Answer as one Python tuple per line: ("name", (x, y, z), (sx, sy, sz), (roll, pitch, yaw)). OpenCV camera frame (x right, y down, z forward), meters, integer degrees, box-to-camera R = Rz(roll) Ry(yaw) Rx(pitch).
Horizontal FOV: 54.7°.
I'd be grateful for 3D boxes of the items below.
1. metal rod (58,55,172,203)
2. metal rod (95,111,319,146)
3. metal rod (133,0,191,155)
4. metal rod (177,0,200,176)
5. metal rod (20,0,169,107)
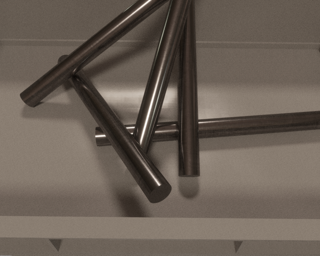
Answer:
("metal rod", (-0.075, -0.021, 0.392), (0.025, 0.025, 0.300), (-24, 45, -19))
("metal rod", (0.070, 0.000, 0.405), (0.302, 0.025, 0.025), (-4, 50, -4))
("metal rod", (0.010, -0.100, 0.375), (0.025, 0.025, 0.298), (15, 89, 12))
("metal rod", (0.035, -0.088, 0.401), (0.025, 0.025, 0.299), (0, 74, 0))
("metal rod", (-0.068, -0.127, 0.420), (0.300, 0.025, 0.025), (-36, 54, 7))
